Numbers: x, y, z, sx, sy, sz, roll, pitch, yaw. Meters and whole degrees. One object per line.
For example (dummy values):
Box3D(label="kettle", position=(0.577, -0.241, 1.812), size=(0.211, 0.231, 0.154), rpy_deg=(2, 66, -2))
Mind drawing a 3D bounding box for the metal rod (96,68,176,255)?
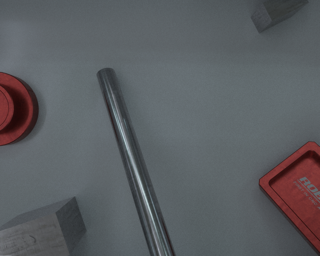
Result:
Box3D(label="metal rod", position=(-0.025, 0.056, 0.351), size=(0.025, 0.025, 0.299), rpy_deg=(-20, 66, 0))

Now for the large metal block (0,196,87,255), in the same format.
Box3D(label="large metal block", position=(-0.146, 0.130, 0.382), size=(0.080, 0.080, 0.050), rpy_deg=(-18, 90, 0))

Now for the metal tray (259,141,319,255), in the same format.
Box3D(label="metal tray", position=(0.199, 0.091, 0.379), size=(0.090, 0.030, 0.130), rpy_deg=(-38, 60, 1))

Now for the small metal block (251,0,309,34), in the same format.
Box3D(label="small metal block", position=(0.153, -0.152, 0.401), size=(0.050, 0.050, 0.025), rpy_deg=(-27, 90, 0))

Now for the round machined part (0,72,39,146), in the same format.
Box3D(label="round machined part", position=(-0.214, -0.025, 0.400), size=(0.099, 0.042, 0.097), rpy_deg=(0, 90, -1))
